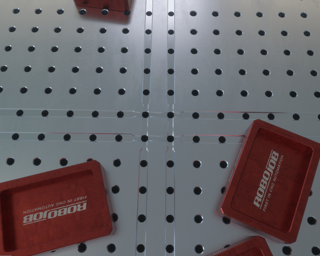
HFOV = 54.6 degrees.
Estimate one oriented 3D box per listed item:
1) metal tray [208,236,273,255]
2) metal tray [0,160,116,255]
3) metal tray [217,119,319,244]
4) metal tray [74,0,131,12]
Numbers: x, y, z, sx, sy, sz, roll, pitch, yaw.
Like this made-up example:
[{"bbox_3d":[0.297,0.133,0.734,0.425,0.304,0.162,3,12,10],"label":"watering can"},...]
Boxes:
[{"bbox_3d":[0.072,0.186,0.341,0.131,0.030,0.090,-21,71,-8],"label":"metal tray"},{"bbox_3d":[-0.127,0.098,0.372,0.131,0.030,0.090,-13,71,-5],"label":"metal tray"},{"bbox_3d":[0.136,0.064,0.386,0.090,0.030,0.130,23,72,8],"label":"metal tray"},{"bbox_3d":[-0.083,-0.255,0.501,0.090,0.030,0.130,9,70,3],"label":"metal tray"}]
